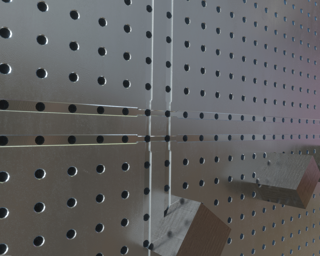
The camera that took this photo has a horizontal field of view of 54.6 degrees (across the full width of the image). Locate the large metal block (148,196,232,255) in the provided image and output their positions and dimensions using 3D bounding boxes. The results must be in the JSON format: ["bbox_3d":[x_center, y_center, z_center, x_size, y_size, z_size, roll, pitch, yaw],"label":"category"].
[{"bbox_3d":[0.043,0.153,0.428,0.080,0.050,0.080,45,63,-31],"label":"large metal block"}]

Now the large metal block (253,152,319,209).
[{"bbox_3d":[0.233,0.093,0.567,0.080,0.080,0.050,-49,119,-29],"label":"large metal block"}]

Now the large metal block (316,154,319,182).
[{"bbox_3d":[0.419,0.086,0.722,0.080,0.080,0.050,-40,115,-33],"label":"large metal block"}]
